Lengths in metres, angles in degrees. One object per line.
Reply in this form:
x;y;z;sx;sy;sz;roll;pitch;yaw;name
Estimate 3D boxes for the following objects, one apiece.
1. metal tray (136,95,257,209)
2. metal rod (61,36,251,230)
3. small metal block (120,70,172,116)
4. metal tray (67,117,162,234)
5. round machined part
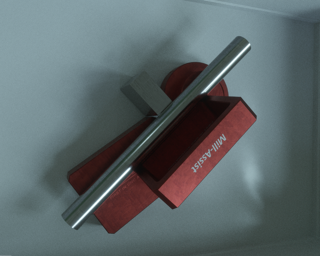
0.035;0.020;0.348;0.130;0.090;0.030;-46;108;-8;metal tray
0.003;-0.002;0.370;0.300;0.025;0.025;-46;105;-10;metal rod
-0.019;-0.042;0.390;0.025;0.050;0.050;-47;105;-14;small metal block
-0.038;0.056;0.393;0.131;0.030;0.090;-37;102;-17;metal tray
0.052;-0.041;0.420;0.099;0.042;0.097;0;90;-21;round machined part
